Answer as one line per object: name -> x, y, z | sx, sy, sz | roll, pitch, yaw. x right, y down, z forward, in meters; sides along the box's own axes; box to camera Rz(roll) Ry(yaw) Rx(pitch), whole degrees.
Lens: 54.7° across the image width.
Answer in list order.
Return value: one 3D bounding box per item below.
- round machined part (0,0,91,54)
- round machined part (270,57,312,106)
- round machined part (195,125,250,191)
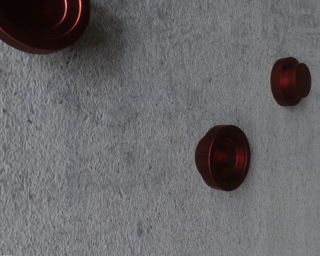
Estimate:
round machined part -> -0.120, -0.118, 0.293 | 0.099, 0.042, 0.097 | 0, 90, -40
round machined part -> 0.265, -0.092, 0.615 | 0.099, 0.042, 0.097 | 0, 90, -40
round machined part -> 0.091, 0.044, 0.470 | 0.099, 0.042, 0.097 | 0, 90, -40
